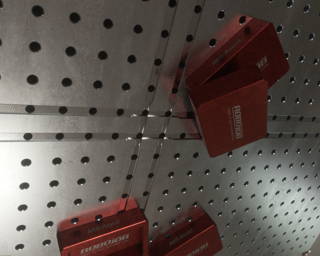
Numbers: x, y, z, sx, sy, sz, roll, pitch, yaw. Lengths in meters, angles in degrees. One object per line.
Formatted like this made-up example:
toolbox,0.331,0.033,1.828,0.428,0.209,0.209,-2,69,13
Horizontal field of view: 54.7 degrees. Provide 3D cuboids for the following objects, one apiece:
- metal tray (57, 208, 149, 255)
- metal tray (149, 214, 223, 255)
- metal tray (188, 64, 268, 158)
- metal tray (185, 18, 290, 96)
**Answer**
metal tray,-0.083,0.182,0.476,0.131,0.030,0.089,-13,124,-22
metal tray,0.050,0.227,0.578,0.131,0.030,0.090,-29,129,-11
metal tray,0.096,-0.016,0.420,0.090,0.030,0.130,-22,143,2
metal tray,0.109,-0.072,0.425,0.130,0.030,0.090,-42,130,1
